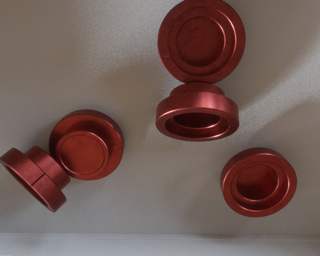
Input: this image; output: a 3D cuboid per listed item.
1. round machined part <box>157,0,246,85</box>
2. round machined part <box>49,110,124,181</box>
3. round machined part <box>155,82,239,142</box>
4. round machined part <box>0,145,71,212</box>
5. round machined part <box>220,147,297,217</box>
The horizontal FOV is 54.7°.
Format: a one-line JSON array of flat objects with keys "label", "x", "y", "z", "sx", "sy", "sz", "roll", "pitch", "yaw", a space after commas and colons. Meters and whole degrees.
[{"label": "round machined part", "x": 0.046, "y": -0.102, "z": 0.365, "sx": 0.099, "sy": 0.042, "sz": 0.097, "roll": 0, "pitch": 110, "yaw": 0}, {"label": "round machined part", "x": -0.099, "y": 0.028, "z": 0.412, "sx": 0.099, "sy": 0.042, "sz": 0.097, "roll": 0, "pitch": 110, "yaw": 0}, {"label": "round machined part", "x": 0.045, "y": -0.020, "z": 0.376, "sx": 0.099, "sy": 0.098, "sz": 0.042, "roll": 4, "pitch": 66, "yaw": -2}, {"label": "round machined part", "x": -0.157, "y": 0.061, "z": 0.404, "sx": 0.042, "sy": 0.098, "sz": 0.098, "roll": -47, "pitch": 109, "yaw": -28}, {"label": "round machined part", "x": 0.132, "y": 0.071, "z": 0.429, "sx": 0.099, "sy": 0.042, "sz": 0.097, "roll": 0, "pitch": 110, "yaw": 0}]
